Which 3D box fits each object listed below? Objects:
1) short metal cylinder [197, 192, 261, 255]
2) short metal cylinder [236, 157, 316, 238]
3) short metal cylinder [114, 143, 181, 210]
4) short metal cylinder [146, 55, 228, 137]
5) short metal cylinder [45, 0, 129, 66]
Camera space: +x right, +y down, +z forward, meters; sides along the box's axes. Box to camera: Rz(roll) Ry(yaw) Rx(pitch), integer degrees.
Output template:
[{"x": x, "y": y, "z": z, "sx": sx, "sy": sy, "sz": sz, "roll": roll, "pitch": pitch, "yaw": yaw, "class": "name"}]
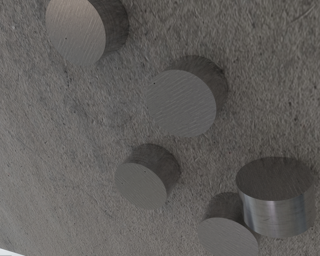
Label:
[{"x": 0.097, "y": 0.135, "z": 0.423, "sx": 0.080, "sy": 0.050, "sz": 0.079, "roll": 13, "pitch": 124, "yaw": 21, "class": "short metal cylinder"}, {"x": 0.130, "y": 0.075, "z": 0.349, "sx": 0.080, "sy": 0.080, "sz": 0.050, "roll": -2, "pitch": 118, "yaw": 29, "class": "short metal cylinder"}, {"x": -0.017, "y": 0.069, "z": 0.442, "sx": 0.080, "sy": 0.050, "sz": 0.079, "roll": 13, "pitch": 124, "yaw": 21, "class": "short metal cylinder"}, {"x": 0.032, "y": -0.036, "z": 0.351, "sx": 0.080, "sy": 0.050, "sz": 0.079, "roll": 13, "pitch": 124, "yaw": 21, "class": "short metal cylinder"}, {"x": -0.084, "y": -0.119, "z": 0.361, "sx": 0.080, "sy": 0.050, "sz": 0.079, "roll": 13, "pitch": 124, "yaw": 21, "class": "short metal cylinder"}]
